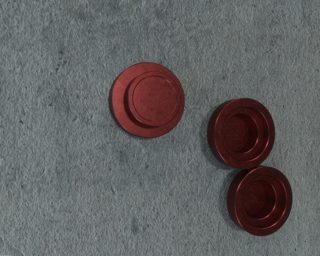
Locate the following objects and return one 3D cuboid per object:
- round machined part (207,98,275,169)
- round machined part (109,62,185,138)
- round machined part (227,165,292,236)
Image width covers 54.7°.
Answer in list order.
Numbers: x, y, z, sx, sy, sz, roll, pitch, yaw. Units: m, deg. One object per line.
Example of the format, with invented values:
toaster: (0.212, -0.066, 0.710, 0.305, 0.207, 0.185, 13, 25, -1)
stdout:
round machined part: (0.110, 0.008, 0.440, 0.099, 0.042, 0.097, 0, 90, -20)
round machined part: (-0.013, -0.036, 0.395, 0.099, 0.042, 0.097, 0, 90, -20)
round machined part: (0.139, 0.102, 0.451, 0.099, 0.042, 0.097, 0, 90, -20)
